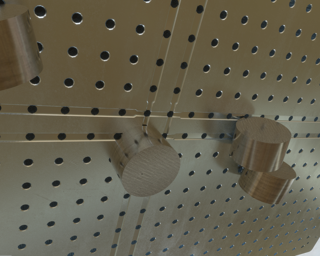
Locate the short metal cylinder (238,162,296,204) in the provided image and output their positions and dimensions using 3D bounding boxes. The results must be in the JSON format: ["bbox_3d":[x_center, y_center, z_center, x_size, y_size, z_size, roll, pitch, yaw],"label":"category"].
[{"bbox_3d":[0.181,0.084,0.526,0.081,0.080,0.050,3,117,-30],"label":"short metal cylinder"}]

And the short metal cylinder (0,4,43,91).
[{"bbox_3d":[-0.144,-0.068,0.255,0.081,0.080,0.050,-16,125,-19],"label":"short metal cylinder"}]

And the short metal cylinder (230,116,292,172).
[{"bbox_3d":[0.152,0.023,0.473,0.081,0.080,0.050,-9,123,-24],"label":"short metal cylinder"}]

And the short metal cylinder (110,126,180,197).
[{"bbox_3d":[-0.020,0.044,0.411,0.081,0.050,0.079,-14,124,-21],"label":"short metal cylinder"}]
